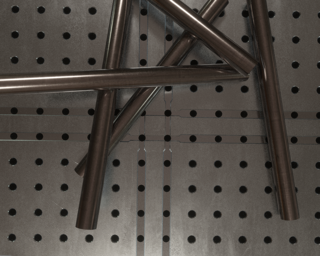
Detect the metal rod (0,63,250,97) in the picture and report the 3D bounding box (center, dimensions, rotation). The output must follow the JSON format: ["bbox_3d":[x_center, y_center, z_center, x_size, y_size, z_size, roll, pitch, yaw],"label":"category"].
[{"bbox_3d":[-0.032,-0.061,0.378,0.302,0.025,0.025,-6,90,-14],"label":"metal rod"}]

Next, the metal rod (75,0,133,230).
[{"bbox_3d":[-0.069,-0.027,0.393,0.025,0.025,0.298,8,82,-1],"label":"metal rod"}]

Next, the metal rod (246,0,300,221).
[{"bbox_3d":[0.151,-0.027,0.415,0.025,0.025,0.298,-9,90,0],"label":"metal rod"}]

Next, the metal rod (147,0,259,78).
[{"bbox_3d":[-0.002,-0.167,0.394,0.300,0.025,0.025,40,90,7],"label":"metal rod"}]

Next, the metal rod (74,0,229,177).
[{"bbox_3d":[-0.011,-0.056,0.413,0.025,0.025,0.300,38,90,-1],"label":"metal rod"}]
